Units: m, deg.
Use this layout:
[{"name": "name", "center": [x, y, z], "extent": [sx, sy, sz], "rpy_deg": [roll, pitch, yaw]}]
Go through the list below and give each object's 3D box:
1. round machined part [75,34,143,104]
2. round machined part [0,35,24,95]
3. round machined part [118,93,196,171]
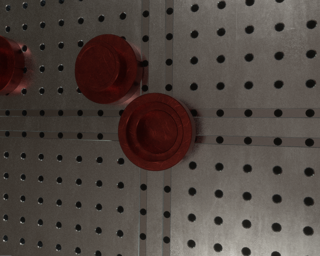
[{"name": "round machined part", "center": [-0.077, -0.082, 0.430], "extent": [0.098, 0.042, 0.097], "rpy_deg": [0, 90, 19]}, {"name": "round machined part", "center": [-0.272, -0.103, 0.497], "extent": [0.098, 0.042, 0.097], "rpy_deg": [0, 90, 19]}, {"name": "round machined part", "center": [-0.001, 0.005, 0.403], "extent": [0.098, 0.042, 0.097], "rpy_deg": [0, 90, 19]}]
